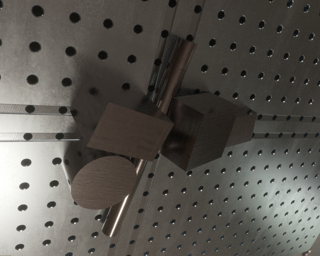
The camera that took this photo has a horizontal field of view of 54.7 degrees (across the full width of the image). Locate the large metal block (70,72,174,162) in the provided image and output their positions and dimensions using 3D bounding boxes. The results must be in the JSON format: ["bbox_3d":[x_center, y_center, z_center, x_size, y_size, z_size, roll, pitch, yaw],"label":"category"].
[{"bbox_3d":[-0.045,-0.012,0.345,0.081,0.080,0.050,18,109,-36],"label":"large metal block"}]

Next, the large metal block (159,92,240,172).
[{"bbox_3d":[0.052,0.002,0.411,0.081,0.050,0.079,-13,126,-45],"label":"large metal block"}]

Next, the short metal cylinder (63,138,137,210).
[{"bbox_3d":[-0.076,0.055,0.389,0.081,0.050,0.079,-14,125,-21],"label":"short metal cylinder"}]

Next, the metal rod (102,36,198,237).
[{"bbox_3d":[-0.021,0.026,0.416,0.025,0.025,0.298,9,114,-33],"label":"metal rod"}]

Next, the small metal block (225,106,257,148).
[{"bbox_3d":[0.117,-0.002,0.476,0.050,0.025,0.050,-12,124,-22],"label":"small metal block"}]
